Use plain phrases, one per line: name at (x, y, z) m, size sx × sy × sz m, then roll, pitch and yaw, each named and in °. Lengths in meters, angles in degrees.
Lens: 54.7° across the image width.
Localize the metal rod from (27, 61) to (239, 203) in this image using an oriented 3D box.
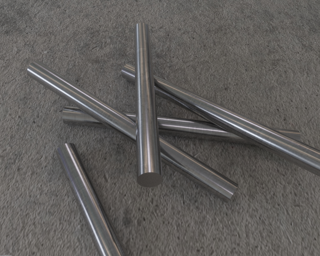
metal rod at (-0.044, -0.003, 0.379) m, size 0.300 × 0.025 × 0.025 m, roll 31°, pitch 56°, yaw 14°

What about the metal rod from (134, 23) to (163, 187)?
metal rod at (-0.020, -0.056, 0.403) m, size 0.025 × 0.025 × 0.300 m, roll -3°, pitch 45°, yaw -3°

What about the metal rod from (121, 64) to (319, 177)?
metal rod at (0.059, -0.024, 0.394) m, size 0.300 × 0.025 × 0.025 m, roll 30°, pitch 56°, yaw 33°

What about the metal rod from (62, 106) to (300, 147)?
metal rod at (0.023, -0.001, 0.404) m, size 0.302 × 0.025 × 0.025 m, roll 6°, pitch 50°, yaw 5°

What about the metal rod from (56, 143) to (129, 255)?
metal rod at (-0.041, 0.127, 0.295) m, size 0.025 × 0.025 × 0.300 m, roll -23°, pitch 54°, yaw -18°
